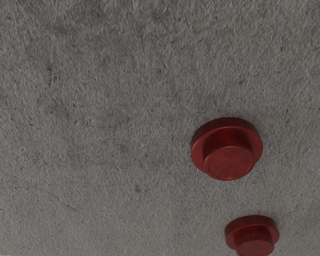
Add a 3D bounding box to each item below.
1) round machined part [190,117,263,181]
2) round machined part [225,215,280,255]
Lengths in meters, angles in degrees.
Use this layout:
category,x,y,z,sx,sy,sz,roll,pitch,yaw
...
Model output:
category,x,y,z,sx,sy,sz,roll,pitch,yaw
round machined part,0.093,0.036,0.427,0.099,0.042,0.097,0,130,0
round machined part,0.172,0.207,0.574,0.099,0.042,0.097,0,130,0
